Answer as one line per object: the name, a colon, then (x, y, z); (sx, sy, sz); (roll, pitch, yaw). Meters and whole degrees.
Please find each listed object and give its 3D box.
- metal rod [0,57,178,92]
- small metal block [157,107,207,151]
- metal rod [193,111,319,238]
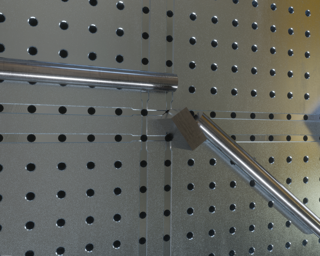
metal rod: (-0.122, -0.065, 0.367); (0.302, 0.025, 0.025); (2, 90, -20)
small metal block: (0.029, 0.001, 0.410); (0.025, 0.050, 0.050); (-38, 102, -16)
metal rod: (0.161, 0.079, 0.471); (0.300, 0.025, 0.025); (40, 77, -16)
